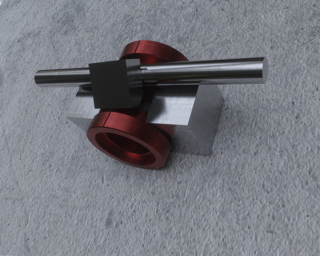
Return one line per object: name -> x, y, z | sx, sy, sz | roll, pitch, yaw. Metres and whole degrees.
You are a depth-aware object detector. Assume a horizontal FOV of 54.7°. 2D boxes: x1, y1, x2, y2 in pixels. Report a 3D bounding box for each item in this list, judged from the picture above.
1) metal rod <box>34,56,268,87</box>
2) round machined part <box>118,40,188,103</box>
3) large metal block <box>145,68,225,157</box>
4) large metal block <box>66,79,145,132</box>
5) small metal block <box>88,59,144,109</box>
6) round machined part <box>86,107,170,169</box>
metal rod -> -0.034, -0.061, 0.358 | 0.300, 0.025, 0.025 | 3, 63, 29
round machined part -> -0.009, -0.065, 0.404 | 0.098, 0.098, 0.042 | 4, 65, 30
large metal block -> 0.034, -0.021, 0.365 | 0.050, 0.080, 0.080 | 4, 64, 30
large metal block -> -0.069, -0.029, 0.424 | 0.050, 0.080, 0.080 | 5, 64, 30
small metal block -> -0.048, -0.048, 0.340 | 0.050, 0.025, 0.050 | 1, 103, 30
round machined part -> -0.034, 0.008, 0.371 | 0.098, 0.098, 0.042 | 5, 59, 30
